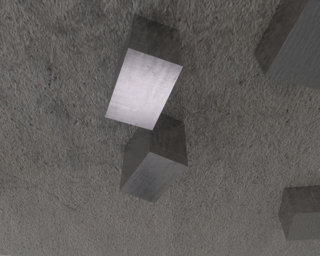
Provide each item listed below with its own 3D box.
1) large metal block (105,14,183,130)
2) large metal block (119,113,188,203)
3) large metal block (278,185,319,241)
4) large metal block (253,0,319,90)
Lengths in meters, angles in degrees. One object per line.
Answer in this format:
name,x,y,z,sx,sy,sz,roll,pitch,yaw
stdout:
large metal block,-0.017,-0.058,0.321,0.050,0.080,0.079,16,128,-13
large metal block,-0.009,0.036,0.401,0.050,0.080,0.080,23,126,-19
large metal block,0.249,0.141,0.513,0.080,0.050,0.080,-5,130,4
large metal block,0.156,-0.090,0.315,0.081,0.050,0.079,12,129,-10
